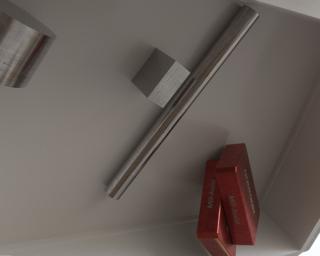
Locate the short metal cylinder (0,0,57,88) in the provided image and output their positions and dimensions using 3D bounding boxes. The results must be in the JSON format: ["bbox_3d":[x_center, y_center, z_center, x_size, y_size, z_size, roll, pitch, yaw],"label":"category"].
[{"bbox_3d":[-0.134,-0.076,0.253,0.080,0.080,0.050,27,103,-38],"label":"short metal cylinder"}]

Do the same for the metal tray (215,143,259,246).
[{"bbox_3d":[0.122,0.099,0.474,0.030,0.090,0.129,-9,107,26],"label":"metal tray"}]

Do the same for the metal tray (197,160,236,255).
[{"bbox_3d":[0.094,0.125,0.479,0.030,0.130,0.090,-8,135,26],"label":"metal tray"}]

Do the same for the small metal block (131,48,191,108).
[{"bbox_3d":[0.000,-0.059,0.357,0.025,0.050,0.050,31,101,-38],"label":"small metal block"}]

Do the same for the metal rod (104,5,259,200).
[{"bbox_3d":[0.023,-0.026,0.406,0.025,0.025,0.299,30,102,-38],"label":"metal rod"}]
